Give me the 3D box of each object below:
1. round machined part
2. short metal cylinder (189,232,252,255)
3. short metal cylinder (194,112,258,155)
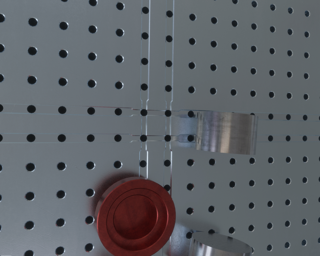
[{"bbox_3d":[-0.033,0.110,0.392,0.099,0.042,0.097,0,90,-20],"label":"round machined part"},{"bbox_3d":[0.078,0.176,0.413,0.081,0.080,0.050,12,86,-20],"label":"short metal cylinder"},{"bbox_3d":[0.089,0.007,0.416,0.081,0.080,0.050,5,88,-20],"label":"short metal cylinder"}]
